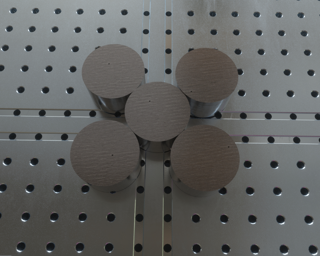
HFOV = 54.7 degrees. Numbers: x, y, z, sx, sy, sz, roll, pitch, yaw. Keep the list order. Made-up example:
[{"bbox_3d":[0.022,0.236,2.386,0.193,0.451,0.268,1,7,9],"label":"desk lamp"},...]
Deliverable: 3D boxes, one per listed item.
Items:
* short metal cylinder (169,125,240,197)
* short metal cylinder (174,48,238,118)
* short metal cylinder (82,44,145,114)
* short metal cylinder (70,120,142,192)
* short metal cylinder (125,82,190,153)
[{"bbox_3d":[0.052,0.042,0.383,0.081,0.050,0.080,0,70,0],"label":"short metal cylinder"},{"bbox_3d":[0.060,-0.060,0.419,0.081,0.050,0.080,0,70,0],"label":"short metal cylinder"},{"bbox_3d":[-0.060,-0.066,0.421,0.081,0.050,0.080,0,70,0],"label":"short metal cylinder"},{"bbox_3d":[-0.064,0.036,0.383,0.081,0.050,0.080,0,70,0],"label":"short metal cylinder"},{"bbox_3d":[-0.003,-0.013,0.403,0.081,0.050,0.080,0,70,0],"label":"short metal cylinder"}]
